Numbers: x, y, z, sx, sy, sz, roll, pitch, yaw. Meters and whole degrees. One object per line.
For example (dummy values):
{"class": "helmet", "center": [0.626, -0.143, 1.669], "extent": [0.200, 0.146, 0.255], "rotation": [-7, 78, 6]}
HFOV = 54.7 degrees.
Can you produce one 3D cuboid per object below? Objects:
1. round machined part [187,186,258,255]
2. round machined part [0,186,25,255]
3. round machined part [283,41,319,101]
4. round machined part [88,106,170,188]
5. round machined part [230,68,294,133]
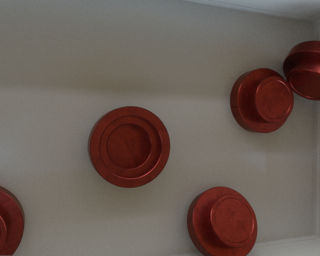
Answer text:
{"class": "round machined part", "center": [0.090, 0.127, 0.418], "extent": [0.099, 0.042, 0.098], "rotation": [8, 63, -17]}
{"class": "round machined part", "center": [-0.198, 0.109, 0.328], "extent": [0.099, 0.042, 0.097], "rotation": [0, 90, -21]}
{"class": "round machined part", "center": [0.229, -0.077, 0.457], "extent": [0.098, 0.098, 0.042], "rotation": [40, 72, -16]}
{"class": "round machined part", "center": [-0.040, 0.022, 0.387], "extent": [0.099, 0.042, 0.097], "rotation": [0, 90, -21]}
{"class": "round machined part", "center": [0.158, -0.041, 0.462], "extent": [0.099, 0.042, 0.097], "rotation": [0, 90, -20]}
